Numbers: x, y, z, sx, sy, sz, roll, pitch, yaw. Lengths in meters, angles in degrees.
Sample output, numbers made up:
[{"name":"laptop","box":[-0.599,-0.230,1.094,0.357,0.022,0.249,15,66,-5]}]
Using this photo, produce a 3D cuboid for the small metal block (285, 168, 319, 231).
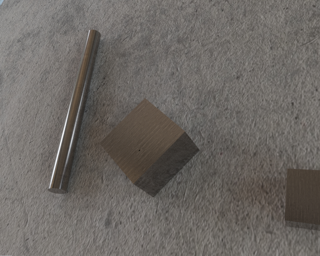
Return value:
[{"name":"small metal block","box":[0.145,0.067,0.287,0.050,0.025,0.050,0,62,28]}]

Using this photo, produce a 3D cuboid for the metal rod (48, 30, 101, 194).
[{"name":"metal rod","box":[-0.131,-0.043,0.498,0.025,0.025,0.299,-10,57,23]}]

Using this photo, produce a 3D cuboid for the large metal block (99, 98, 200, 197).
[{"name":"large metal block","box":[-0.013,0.023,0.381,0.080,0.050,0.080,-45,51,-4]}]
